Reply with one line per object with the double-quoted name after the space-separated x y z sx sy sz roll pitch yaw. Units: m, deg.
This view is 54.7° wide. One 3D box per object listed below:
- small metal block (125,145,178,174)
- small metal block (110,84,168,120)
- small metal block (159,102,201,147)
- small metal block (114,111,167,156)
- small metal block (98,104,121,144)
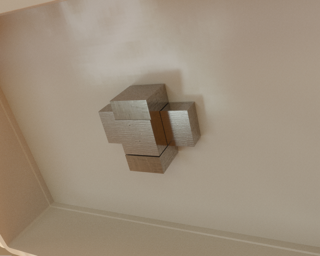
-0.010 0.035 0.415 0.050 0.050 0.025 1 119 27 "small metal block"
-0.025 -0.033 0.382 0.050 0.050 0.025 1 119 27 "small metal block"
0.020 -0.005 0.393 0.050 0.025 0.050 1 119 27 "small metal block"
-0.023 0.006 0.389 0.050 0.025 0.050 1 119 27 "small metal block"
-0.051 -0.006 0.429 0.050 0.025 0.050 1 119 28 "small metal block"
